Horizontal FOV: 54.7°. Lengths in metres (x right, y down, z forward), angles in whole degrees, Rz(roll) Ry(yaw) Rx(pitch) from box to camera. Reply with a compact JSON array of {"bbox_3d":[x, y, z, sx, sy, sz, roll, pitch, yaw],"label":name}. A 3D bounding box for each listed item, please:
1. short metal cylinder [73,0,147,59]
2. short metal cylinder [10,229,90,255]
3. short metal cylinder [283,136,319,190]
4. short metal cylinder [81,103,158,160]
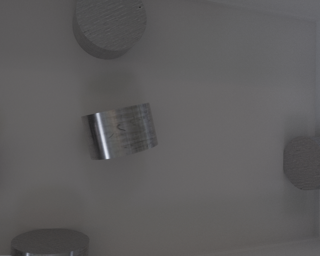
[{"bbox_3d":[-0.062,-0.128,0.374,0.081,0.050,0.080,0,90,-20],"label":"short metal cylinder"},{"bbox_3d":[-0.120,0.147,0.337,0.081,0.080,0.050,5,89,-20],"label":"short metal cylinder"},{"bbox_3d":[0.235,0.052,0.468,0.050,0.080,0.080,1,90,-20],"label":"short metal cylinder"},{"bbox_3d":[-0.047,0.003,0.364,0.081,0.080,0.050,-13,95,-20],"label":"short metal cylinder"}]
